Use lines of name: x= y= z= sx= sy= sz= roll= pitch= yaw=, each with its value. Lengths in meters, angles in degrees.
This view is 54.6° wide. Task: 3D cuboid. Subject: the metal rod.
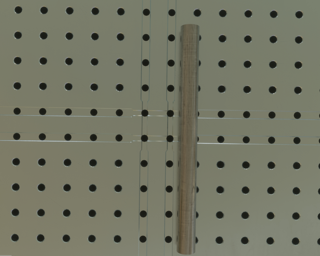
metal rod: x=0.037 y=0.015 z=0.413 sx=0.025 sy=0.025 sz=0.298 roll=1 pitch=90 yaw=0
